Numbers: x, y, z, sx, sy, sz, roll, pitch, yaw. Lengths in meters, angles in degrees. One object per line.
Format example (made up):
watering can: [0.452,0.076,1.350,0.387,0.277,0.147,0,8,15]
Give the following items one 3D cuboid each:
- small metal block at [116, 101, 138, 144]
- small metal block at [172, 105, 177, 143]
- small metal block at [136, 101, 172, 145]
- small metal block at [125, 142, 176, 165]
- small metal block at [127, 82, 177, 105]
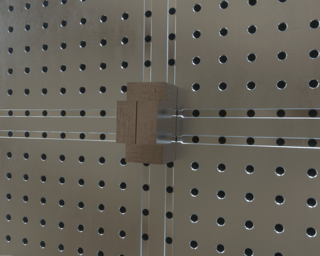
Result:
small metal block: [-0.031,-0.007,0.384,0.025,0.050,0.050,2,91,20]
small metal block: [-0.006,-0.007,0.415,0.050,0.025,0.050,2,91,21]
small metal block: [-0.006,-0.006,0.375,0.025,0.050,0.050,2,91,21]
small metal block: [-0.011,0.031,0.403,0.050,0.050,0.025,2,91,20]
small metal block: [-0.009,-0.044,0.402,0.050,0.050,0.025,2,91,20]
